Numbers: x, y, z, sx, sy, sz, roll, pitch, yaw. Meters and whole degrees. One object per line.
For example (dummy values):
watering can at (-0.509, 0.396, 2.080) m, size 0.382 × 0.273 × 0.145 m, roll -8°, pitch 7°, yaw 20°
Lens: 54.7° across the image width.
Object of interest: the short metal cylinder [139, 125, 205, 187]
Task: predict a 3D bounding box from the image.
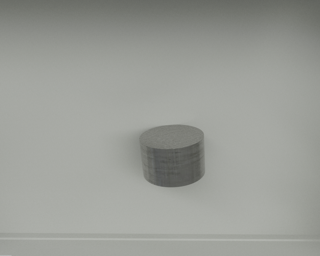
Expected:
short metal cylinder at (0.016, 0.033, 0.394) m, size 0.081 × 0.080 × 0.050 m, roll -4°, pitch 110°, yaw 1°
